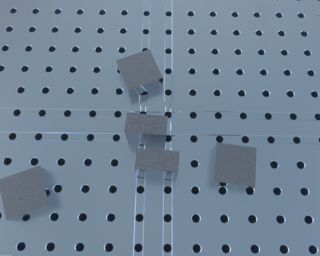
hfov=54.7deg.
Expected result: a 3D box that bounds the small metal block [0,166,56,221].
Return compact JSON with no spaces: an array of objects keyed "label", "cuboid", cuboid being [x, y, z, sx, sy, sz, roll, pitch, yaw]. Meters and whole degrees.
[{"label":"small metal block","cuboid":[-0.163,0.080,0.380,0.050,0.025,0.050,-20,71,-8]}]

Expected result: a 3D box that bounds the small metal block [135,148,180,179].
[{"label":"small metal block","cuboid":[-0.003,0.045,0.382,0.050,0.050,0.025,4,70,1]}]

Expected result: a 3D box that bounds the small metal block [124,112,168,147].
[{"label":"small metal block","cuboid":[-0.017,0.003,0.397,0.050,0.050,0.025,5,70,1]}]

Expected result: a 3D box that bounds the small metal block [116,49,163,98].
[{"label":"small metal block","cuboid":[-0.029,-0.077,0.440,0.050,0.025,0.050,-21,72,-8]}]

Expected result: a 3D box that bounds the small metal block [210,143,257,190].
[{"label":"small metal block","cuboid":[0.094,0.049,0.395,0.050,0.025,0.050,8,70,2]}]
